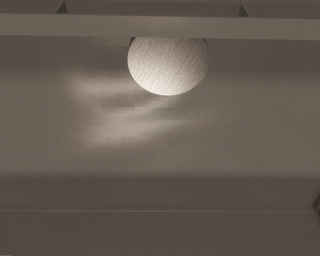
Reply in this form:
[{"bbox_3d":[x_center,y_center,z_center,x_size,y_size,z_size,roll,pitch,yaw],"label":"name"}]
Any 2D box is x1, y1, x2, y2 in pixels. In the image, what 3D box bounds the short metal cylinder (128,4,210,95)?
[{"bbox_3d":[0.008,-0.081,0.324,0.081,0.050,0.079,0,130,0],"label":"short metal cylinder"}]
